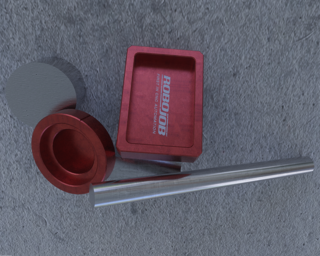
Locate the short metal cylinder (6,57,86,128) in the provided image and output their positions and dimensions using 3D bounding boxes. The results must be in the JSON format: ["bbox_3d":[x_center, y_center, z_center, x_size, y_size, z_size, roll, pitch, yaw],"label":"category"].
[{"bbox_3d":[-0.137,-0.044,0.380,0.081,0.050,0.079,0,110,-1],"label":"short metal cylinder"}]

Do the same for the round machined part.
[{"bbox_3d":[-0.096,0.024,0.362,0.098,0.042,0.097,6,110,18],"label":"round machined part"}]

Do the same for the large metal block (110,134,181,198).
[{"bbox_3d":[-0.018,0.044,0.397,0.081,0.080,0.050,4,110,-2],"label":"large metal block"}]

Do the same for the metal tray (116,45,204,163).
[{"bbox_3d":[0.002,-0.029,0.357,0.091,0.030,0.130,4,70,-2],"label":"metal tray"}]

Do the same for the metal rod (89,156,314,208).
[{"bbox_3d":[0.069,0.059,0.371,0.303,0.025,0.025,-3,112,-25],"label":"metal rod"}]
